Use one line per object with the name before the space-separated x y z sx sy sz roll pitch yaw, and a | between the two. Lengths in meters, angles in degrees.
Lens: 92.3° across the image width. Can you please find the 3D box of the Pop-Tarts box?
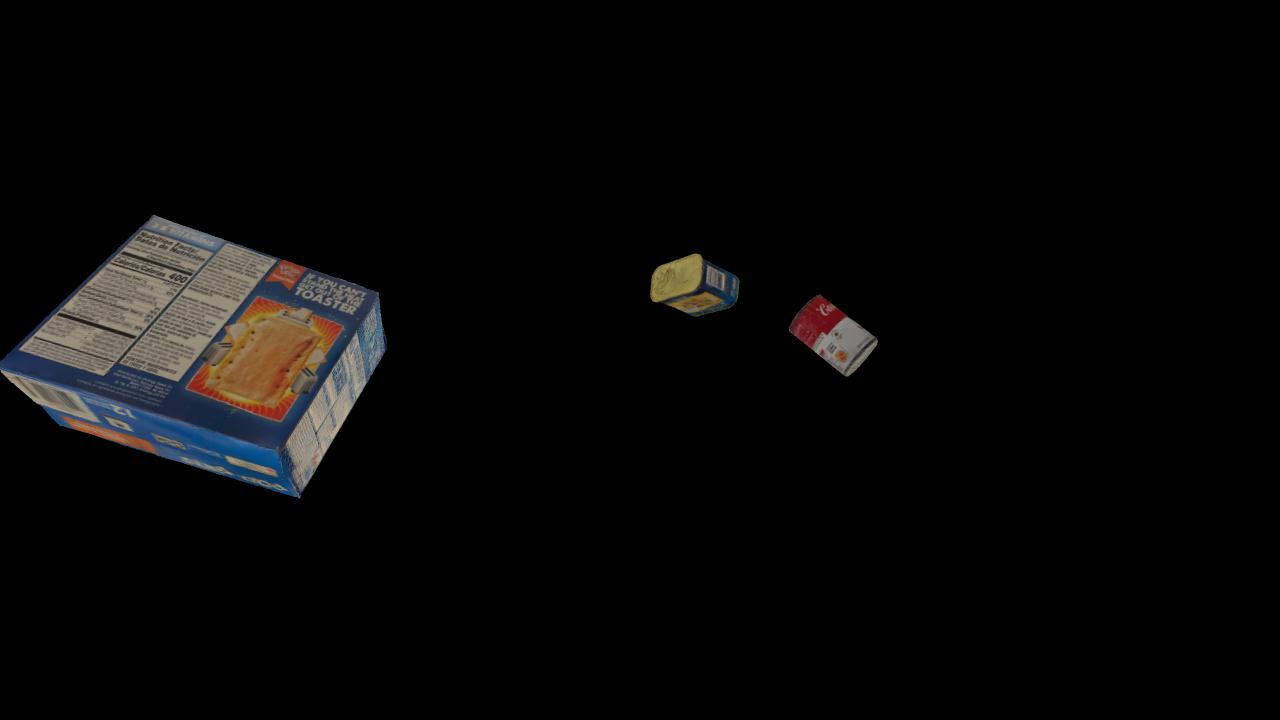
Pop-Tarts box | -0.294 -0.002 0.437 0.167 0.141 0.083 19 -36 -7

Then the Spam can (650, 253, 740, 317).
Spam can | 0.080 -0.104 0.887 0.085 0.058 0.101 19 -19 -39

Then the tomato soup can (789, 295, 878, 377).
tomato soup can | 0.266 -0.033 0.846 0.101 0.068 0.068 44 20 22
